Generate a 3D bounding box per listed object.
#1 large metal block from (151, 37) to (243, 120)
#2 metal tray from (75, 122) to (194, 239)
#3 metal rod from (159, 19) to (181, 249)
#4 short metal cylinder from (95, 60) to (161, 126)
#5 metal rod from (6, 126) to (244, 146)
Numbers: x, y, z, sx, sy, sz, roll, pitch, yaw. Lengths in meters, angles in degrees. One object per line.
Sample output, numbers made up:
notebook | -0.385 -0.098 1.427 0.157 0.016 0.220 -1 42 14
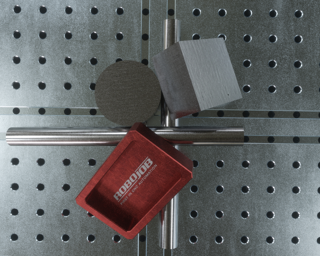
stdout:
large metal block | 0.047 -0.061 0.381 0.081 0.050 0.080 -18 90 -40
metal tray | -0.032 0.068 0.385 0.090 0.030 0.129 38 111 -6
metal rod | 0.013 0.008 0.413 0.025 0.025 0.298 1 90 0
short metal cylinder | -0.039 -0.043 0.400 0.081 0.050 0.079 0 90 0
metal rod | -0.049 0.011 0.396 0.302 0.025 0.025 0 90 7
